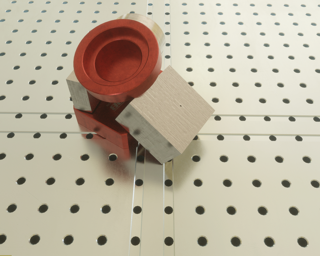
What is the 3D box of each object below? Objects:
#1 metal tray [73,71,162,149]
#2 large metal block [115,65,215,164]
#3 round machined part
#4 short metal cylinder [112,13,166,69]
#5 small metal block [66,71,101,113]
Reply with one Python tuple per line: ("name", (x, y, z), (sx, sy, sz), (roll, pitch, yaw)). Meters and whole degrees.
("metal tray", (-0.044, -0.040, 0.438), (0.090, 0.030, 0.131), (28, 55, 21))
("large metal block", (0.007, -0.016, 0.381), (0.080, 0.050, 0.080), (44, 57, -5))
("round machined part", (-0.046, -0.074, 0.361), (0.098, 0.042, 0.098), (-4, 70, 10))
("short metal cylinder", (-0.037, -0.106, 0.421), (0.080, 0.080, 0.050), (10, 51, 8))
("small metal block", (-0.091, -0.057, 0.397), (0.025, 0.050, 0.050), (15, 52, 12))
